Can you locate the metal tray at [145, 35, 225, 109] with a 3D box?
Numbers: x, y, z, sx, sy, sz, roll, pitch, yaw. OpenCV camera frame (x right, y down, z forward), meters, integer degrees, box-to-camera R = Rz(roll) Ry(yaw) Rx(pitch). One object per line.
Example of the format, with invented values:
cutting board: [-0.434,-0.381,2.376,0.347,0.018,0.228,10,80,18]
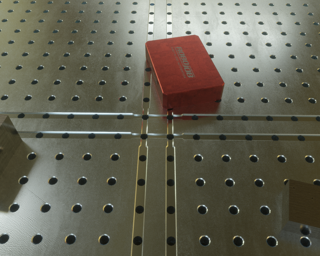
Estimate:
metal tray: [0.034,-0.091,0.481,0.091,0.030,0.130,-10,51,-9]

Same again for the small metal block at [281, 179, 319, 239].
small metal block: [0.161,0.088,0.334,0.050,0.025,0.050,12,51,10]

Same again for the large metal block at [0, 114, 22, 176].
large metal block: [-0.229,0.025,0.369,0.080,0.050,0.080,8,51,7]
